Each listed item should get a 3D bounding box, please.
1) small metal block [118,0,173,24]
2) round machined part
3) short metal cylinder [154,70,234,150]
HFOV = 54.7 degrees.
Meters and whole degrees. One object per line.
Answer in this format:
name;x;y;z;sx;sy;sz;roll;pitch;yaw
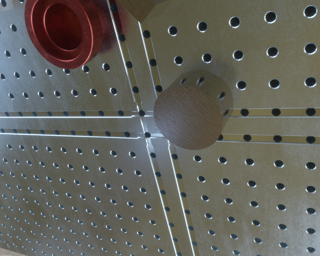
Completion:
small metal block;-0.019;-0.139;0.318;0.050;0.050;0.025;45;129;-4
round machined part;-0.112;-0.125;0.380;0.098;0.042;0.097;13;124;20
short metal cylinder;0.040;-0.021;0.360;0.080;0.050;0.079;13;124;20
